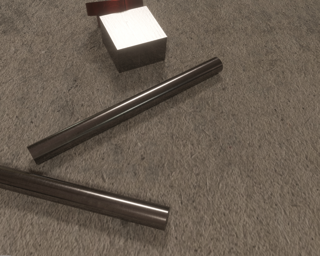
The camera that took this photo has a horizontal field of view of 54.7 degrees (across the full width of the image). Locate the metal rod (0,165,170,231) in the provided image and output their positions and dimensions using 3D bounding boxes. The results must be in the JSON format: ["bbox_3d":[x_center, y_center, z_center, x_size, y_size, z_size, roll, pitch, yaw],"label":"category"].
[{"bbox_3d":[-0.138,0.065,0.346,0.301,0.025,0.025,12,51,9],"label":"metal rod"}]

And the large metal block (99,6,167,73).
[{"bbox_3d":[-0.044,-0.144,0.501,0.081,0.050,0.080,-20,61,-16],"label":"large metal block"}]

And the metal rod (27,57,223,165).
[{"bbox_3d":[-0.032,-0.033,0.430,0.302,0.025,0.025,-29,56,-23],"label":"metal rod"}]

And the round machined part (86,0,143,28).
[{"bbox_3d":[-0.077,-0.202,0.544,0.099,0.042,0.098,-5,23,2],"label":"round machined part"}]
